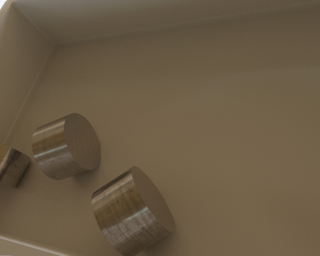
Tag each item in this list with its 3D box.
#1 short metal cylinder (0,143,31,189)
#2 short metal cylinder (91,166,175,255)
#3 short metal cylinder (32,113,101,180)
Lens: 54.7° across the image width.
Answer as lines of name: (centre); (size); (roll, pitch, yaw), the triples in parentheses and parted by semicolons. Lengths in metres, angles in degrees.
short metal cylinder: (-0.245, 0.053, 0.467); (0.080, 0.080, 0.050); (9, 67, 32)
short metal cylinder: (-0.027, 0.088, 0.331); (0.050, 0.080, 0.080); (-35, 51, 6)
short metal cylinder: (-0.124, 0.025, 0.420); (0.050, 0.080, 0.080); (-20, 54, 17)
